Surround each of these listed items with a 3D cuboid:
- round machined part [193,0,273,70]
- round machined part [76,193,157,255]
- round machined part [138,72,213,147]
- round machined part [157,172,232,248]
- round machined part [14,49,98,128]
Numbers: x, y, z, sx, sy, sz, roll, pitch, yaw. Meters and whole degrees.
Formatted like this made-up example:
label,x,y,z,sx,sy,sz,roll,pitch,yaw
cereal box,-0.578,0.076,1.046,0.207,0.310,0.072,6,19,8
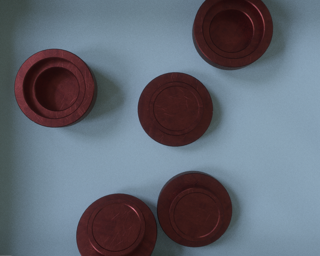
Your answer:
label,x,y,z,sx,sy,sz,roll,pitch,yaw
round machined part,0.091,-0.123,0.403,0.099,0.042,0.097,0,90,0
round machined part,-0.052,0.126,0.379,0.099,0.042,0.098,3,56,-4
round machined part,0.020,-0.024,0.403,0.099,0.042,0.097,0,90,0
round machined part,0.045,0.107,0.403,0.099,0.042,0.097,0,90,0
round machined part,-0.130,-0.049,0.402,0.099,0.042,0.097,0,90,0
